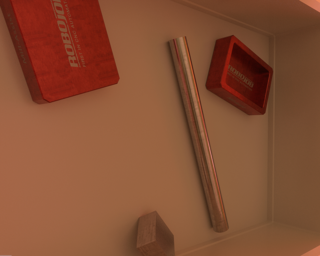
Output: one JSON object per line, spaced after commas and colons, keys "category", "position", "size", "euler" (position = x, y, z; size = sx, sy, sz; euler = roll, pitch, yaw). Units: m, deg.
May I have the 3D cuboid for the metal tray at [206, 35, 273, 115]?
{"category": "metal tray", "position": [0.138, -0.084, 0.521], "size": [0.131, 0.030, 0.090], "euler": [24, 75, -38]}

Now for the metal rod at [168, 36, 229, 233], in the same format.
{"category": "metal rod", "position": [0.060, 0.017, 0.459], "size": [0.025, 0.025, 0.298], "euler": [-24, 105, -38]}

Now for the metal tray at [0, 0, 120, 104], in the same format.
{"category": "metal tray", "position": [-0.102, -0.098, 0.319], "size": [0.091, 0.030, 0.129], "euler": [-24, 105, -38]}

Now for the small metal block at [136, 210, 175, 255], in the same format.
{"category": "small metal block", "position": [-0.004, 0.142, 0.387], "size": [0.050, 0.025, 0.050], "euler": [59, 13, -24]}
